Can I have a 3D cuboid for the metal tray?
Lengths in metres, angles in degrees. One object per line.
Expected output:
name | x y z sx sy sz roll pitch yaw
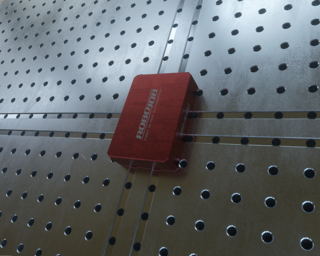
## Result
metal tray | -0.008 -0.012 0.414 0.090 0.030 0.130 2 63 29
